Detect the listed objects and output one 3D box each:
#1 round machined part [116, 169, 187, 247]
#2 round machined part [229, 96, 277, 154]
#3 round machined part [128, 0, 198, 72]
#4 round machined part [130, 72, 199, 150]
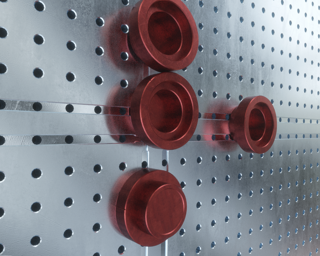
[{"bbox_3d":[-0.004,0.103,0.397,0.099,0.042,0.097,0,90,-40],"label":"round machined part"},{"bbox_3d":[0.156,-0.005,0.532,0.099,0.042,0.097,0,90,-40],"label":"round machined part"},{"bbox_3d":[0.000,-0.118,0.396,0.099,0.042,0.097,5,82,-39],"label":"round machined part"},{"bbox_3d":[0.001,-0.022,0.401,0.099,0.042,0.097,0,91,-40],"label":"round machined part"}]
